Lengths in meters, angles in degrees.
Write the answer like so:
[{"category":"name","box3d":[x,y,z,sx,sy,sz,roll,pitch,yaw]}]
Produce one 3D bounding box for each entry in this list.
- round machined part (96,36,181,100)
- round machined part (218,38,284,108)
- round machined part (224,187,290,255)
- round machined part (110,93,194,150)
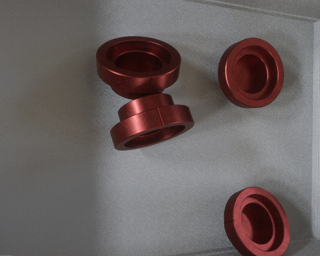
[{"category":"round machined part","box3d":[-0.026,-0.070,0.374,0.099,0.098,0.042,-12,135,-20]},{"category":"round machined part","box3d":[0.127,-0.077,0.450,0.099,0.042,0.097,0,90,-21]},{"category":"round machined part","box3d":[0.131,0.136,0.438,0.099,0.042,0.098,13,59,-22]},{"category":"round machined part","box3d":[-0.012,-0.009,0.371,0.099,0.098,0.042,-13,77,-20]}]
